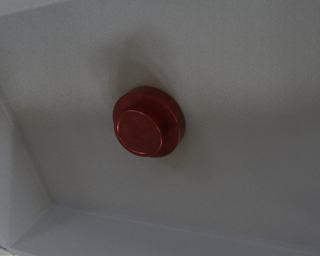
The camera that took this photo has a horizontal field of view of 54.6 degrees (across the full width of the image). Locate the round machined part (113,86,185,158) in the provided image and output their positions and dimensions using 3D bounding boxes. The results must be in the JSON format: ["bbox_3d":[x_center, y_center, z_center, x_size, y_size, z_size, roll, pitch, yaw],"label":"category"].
[{"bbox_3d":[-0.020,-0.001,0.404,0.098,0.042,0.097,13,124,21],"label":"round machined part"}]
